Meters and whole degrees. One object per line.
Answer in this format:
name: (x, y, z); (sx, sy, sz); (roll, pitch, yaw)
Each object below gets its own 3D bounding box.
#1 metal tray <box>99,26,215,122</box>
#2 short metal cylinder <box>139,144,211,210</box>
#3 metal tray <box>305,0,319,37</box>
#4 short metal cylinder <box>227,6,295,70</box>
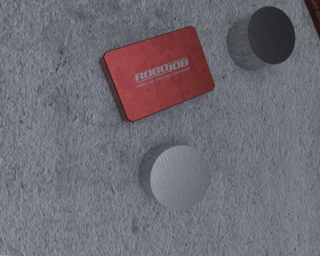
metal tray: (-0.001, -0.071, 0.406); (0.131, 0.030, 0.090); (-23, 98, -19)
short metal cylinder: (0.018, 0.061, 0.402); (0.081, 0.050, 0.079); (0, 90, -20)
metal tray: (0.292, -0.209, 0.513); (0.091, 0.030, 0.130); (-31, 100, -17)
short metal cylinder: (0.146, -0.128, 0.449); (0.081, 0.050, 0.079); (0, 90, -20)
